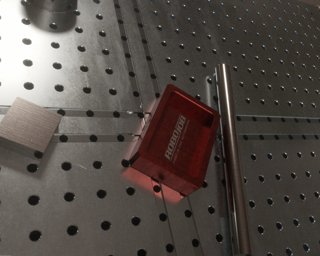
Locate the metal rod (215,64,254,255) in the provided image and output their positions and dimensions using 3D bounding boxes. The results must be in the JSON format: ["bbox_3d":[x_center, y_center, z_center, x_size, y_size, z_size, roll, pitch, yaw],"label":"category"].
[{"bbox_3d":[0.103,0.026,0.449,0.025,0.025,0.299,15,55,-20],"label":"metal rod"}]

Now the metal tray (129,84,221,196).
[{"bbox_3d":[0.025,0.012,0.412,0.090,0.030,0.130,30,52,-10],"label":"metal tray"}]

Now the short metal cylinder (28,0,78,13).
[{"bbox_3d":[-0.153,-0.213,0.440,0.081,0.050,0.080,14,56,-21],"label":"short metal cylinder"}]

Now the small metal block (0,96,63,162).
[{"bbox_3d":[-0.141,0.002,0.332,0.050,0.025,0.050,24,53,-14],"label":"small metal block"}]
